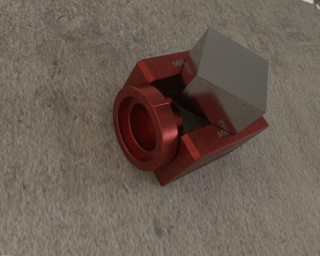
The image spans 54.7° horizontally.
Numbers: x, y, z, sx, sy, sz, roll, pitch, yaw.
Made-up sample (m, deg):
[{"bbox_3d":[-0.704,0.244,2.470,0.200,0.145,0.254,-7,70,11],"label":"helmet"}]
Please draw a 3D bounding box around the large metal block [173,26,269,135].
[{"bbox_3d":[0.069,-0.052,0.341,0.080,0.050,0.080,26,52,-12],"label":"large metal block"}]

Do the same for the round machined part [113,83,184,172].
[{"bbox_3d":[-0.011,-0.003,0.355,0.042,0.097,0.098,-17,71,-35],"label":"round machined part"}]

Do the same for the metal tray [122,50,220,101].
[{"bbox_3d":[0.014,-0.060,0.411,0.131,0.090,0.030,-20,73,-36],"label":"metal tray"}]

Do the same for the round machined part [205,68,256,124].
[{"bbox_3d":[0.091,-0.038,0.432,0.042,0.097,0.098,-17,71,-35],"label":"round machined part"}]

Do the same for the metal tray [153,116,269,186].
[{"bbox_3d":[0.062,0.022,0.383,0.131,0.090,0.030,-19,72,-36],"label":"metal tray"}]
